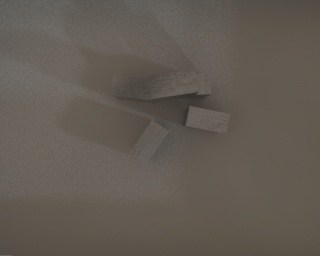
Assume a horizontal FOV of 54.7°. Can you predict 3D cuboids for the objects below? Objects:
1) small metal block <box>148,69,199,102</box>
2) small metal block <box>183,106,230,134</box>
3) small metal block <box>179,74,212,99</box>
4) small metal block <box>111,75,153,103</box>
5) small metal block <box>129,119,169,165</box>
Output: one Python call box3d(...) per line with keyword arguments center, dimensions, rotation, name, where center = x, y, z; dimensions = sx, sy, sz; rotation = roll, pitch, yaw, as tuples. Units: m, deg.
box3d(center=(0.014, -0.046, 0.349), dimensions=(0.050, 0.050, 0.025), rotation=(-9, 90, -1), name="small metal block")
box3d(center=(0.058, -0.010, 0.400), dimensions=(0.050, 0.050, 0.025), rotation=(11, 90, -1), name="small metal block")
box3d(center=(0.037, -0.053, 0.399), dimensions=(0.050, 0.050, 0.025), rotation=(-3, 90, -1), name="small metal block")
box3d(center=(-0.033, -0.049, 0.398), dimensions=(0.050, 0.050, 0.025), rotation=(7, 90, 0), name="small metal block")
box3d(center=(-0.013, 0.017, 0.399), dimensions=(0.025, 0.050, 0.050), rotation=(35, 90, -1), name="small metal block")
